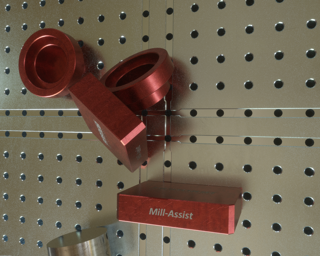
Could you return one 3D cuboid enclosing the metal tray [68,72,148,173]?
[{"bbox_3d":[-0.057,0.000,0.377,0.090,0.130,0.030,43,74,14],"label":"metal tray"}]

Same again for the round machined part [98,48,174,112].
[{"bbox_3d":[-0.026,-0.057,0.393,0.098,0.098,0.042,-18,123,18],"label":"round machined part"}]

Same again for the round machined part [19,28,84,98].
[{"bbox_3d":[-0.154,-0.092,0.456,0.098,0.042,0.097,0,90,19],"label":"round machined part"}]

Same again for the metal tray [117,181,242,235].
[{"bbox_3d":[0.026,0.090,0.368,0.130,0.090,0.030,1,91,19],"label":"metal tray"}]

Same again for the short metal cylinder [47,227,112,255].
[{"bbox_3d":[-0.107,0.172,0.420,0.080,0.080,0.050,-12,86,19],"label":"short metal cylinder"}]
